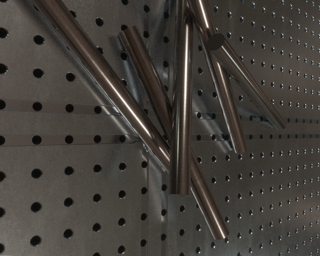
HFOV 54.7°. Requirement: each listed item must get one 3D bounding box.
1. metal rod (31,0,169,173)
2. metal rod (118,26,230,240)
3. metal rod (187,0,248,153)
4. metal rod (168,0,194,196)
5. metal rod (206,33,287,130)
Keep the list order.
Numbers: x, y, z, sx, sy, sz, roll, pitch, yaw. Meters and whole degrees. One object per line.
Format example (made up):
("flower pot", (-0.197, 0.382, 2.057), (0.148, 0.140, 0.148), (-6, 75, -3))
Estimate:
("metal rod", (-0.057, -0.050, 0.363), (0.025, 0.025, 0.300), (-52, 121, -28))
("metal rod", (0.022, 0.014, 0.403), (0.025, 0.025, 0.299), (-32, 102, -36))
("metal rod", (0.086, -0.082, 0.452), (0.025, 0.025, 0.299), (-45, 127, -31))
("metal rod", (0.029, -0.066, 0.395), (0.025, 0.025, 0.299), (19, 66, -39))
("metal rod", (0.154, -0.057, 0.500), (0.301, 0.025, 0.025), (31, 71, -49))
